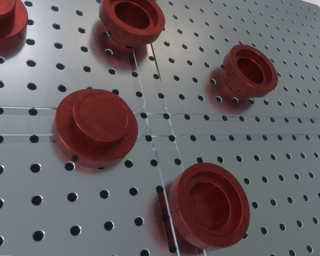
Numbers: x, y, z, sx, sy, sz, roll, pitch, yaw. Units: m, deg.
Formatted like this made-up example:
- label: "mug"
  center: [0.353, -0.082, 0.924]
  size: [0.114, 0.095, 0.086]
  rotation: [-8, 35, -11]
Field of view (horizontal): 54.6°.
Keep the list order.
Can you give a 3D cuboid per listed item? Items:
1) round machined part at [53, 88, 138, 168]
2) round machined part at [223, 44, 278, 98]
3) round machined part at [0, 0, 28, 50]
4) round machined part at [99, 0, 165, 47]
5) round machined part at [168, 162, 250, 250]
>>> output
- label: "round machined part"
  center: [-0.071, -0.006, 0.362]
  size: [0.099, 0.042, 0.098]
  rotation: [14, 56, -21]
- label: "round machined part"
  center: [0.149, -0.092, 0.533]
  size: [0.099, 0.042, 0.098]
  rotation: [13, 56, -21]
- label: "round machined part"
  center: [-0.211, -0.143, 0.371]
  size: [0.099, 0.042, 0.098]
  rotation: [13, 56, -21]
- label: "round machined part"
  center: [-0.045, -0.164, 0.472]
  size: [0.099, 0.042, 0.098]
  rotation: [13, 56, -21]
- label: "round machined part"
  center: [0.054, 0.094, 0.368]
  size: [0.099, 0.042, 0.098]
  rotation: [13, 56, -21]
